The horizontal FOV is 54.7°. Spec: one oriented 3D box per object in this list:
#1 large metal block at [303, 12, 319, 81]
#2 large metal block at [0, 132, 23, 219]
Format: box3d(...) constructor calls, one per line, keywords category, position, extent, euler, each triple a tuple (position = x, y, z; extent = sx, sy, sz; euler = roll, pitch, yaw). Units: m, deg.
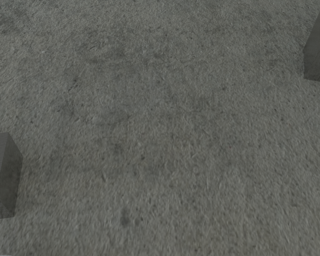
box3d(category="large metal block", position=(0.263, -0.127, 0.478), extent=(0.050, 0.080, 0.080), euler=(12, 51, 9))
box3d(category="large metal block", position=(-0.204, 0.055, 0.338), extent=(0.081, 0.050, 0.080), euler=(-7, 50, -6))
